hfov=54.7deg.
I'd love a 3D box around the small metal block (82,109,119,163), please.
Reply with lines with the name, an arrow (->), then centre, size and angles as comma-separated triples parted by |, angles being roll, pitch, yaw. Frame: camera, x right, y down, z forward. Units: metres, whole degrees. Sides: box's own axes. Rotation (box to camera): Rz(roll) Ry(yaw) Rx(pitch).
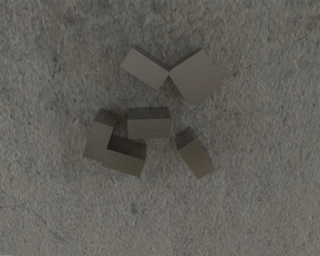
small metal block -> -0.076, 0.009, 0.399 | 0.025, 0.050, 0.050 | 18, 109, -7

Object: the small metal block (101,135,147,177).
small metal block -> -0.046, 0.035, 0.409 | 0.050, 0.050, 0.025 | 18, 109, -7

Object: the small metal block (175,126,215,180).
small metal block -> 0.045, 0.032, 0.409 | 0.025, 0.050, 0.050 | -32, 107, 11

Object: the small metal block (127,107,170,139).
small metal block -> -0.013, -0.007, 0.394 | 0.050, 0.050, 0.025 | -1, 110, 0

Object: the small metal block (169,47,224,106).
small metal block -> 0.043, -0.065, 0.387 | 0.050, 0.025, 0.050 | -32, 107, 10

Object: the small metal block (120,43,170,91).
small metal block -> -0.017, -0.074, 0.369 | 0.050, 0.050, 0.025 | 32, 107, -11
